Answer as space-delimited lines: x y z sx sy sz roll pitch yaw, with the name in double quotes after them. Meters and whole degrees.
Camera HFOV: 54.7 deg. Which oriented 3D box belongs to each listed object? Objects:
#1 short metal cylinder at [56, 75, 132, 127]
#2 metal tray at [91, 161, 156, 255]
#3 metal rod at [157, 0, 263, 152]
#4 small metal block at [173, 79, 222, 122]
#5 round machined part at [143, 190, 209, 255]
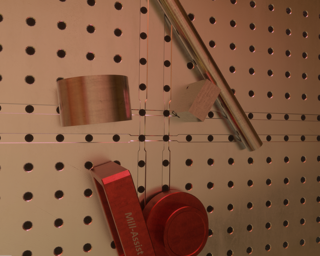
-0.075 -0.030 0.356 0.081 0.080 0.050 -6 93 -20 "short metal cylinder"
-0.042 0.109 0.363 0.030 0.090 0.129 -18 97 -19 "metal tray"
0.062 -0.094 0.436 0.025 0.025 0.299 -37 102 -16 "metal rod"
0.049 -0.036 0.419 0.025 0.050 0.050 34 79 -17 "small metal block"
0.025 0.134 0.408 0.099 0.042 0.097 1 87 -27 "round machined part"
